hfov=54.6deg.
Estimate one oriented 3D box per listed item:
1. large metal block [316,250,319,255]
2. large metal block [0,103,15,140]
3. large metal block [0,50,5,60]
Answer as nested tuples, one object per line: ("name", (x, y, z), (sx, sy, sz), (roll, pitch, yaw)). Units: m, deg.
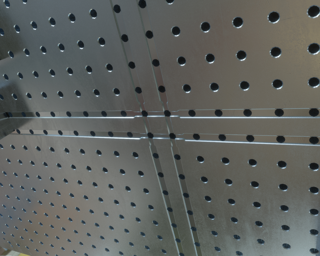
("large metal block", (0.236, 0.203, 0.376), (0.080, 0.080, 0.050), (48, 129, -6))
("large metal block", (-0.325, -0.016, 0.558), (0.080, 0.050, 0.080), (-4, 117, 30))
("large metal block", (-0.304, -0.125, 0.480), (0.080, 0.050, 0.080), (-13, 112, 33))
